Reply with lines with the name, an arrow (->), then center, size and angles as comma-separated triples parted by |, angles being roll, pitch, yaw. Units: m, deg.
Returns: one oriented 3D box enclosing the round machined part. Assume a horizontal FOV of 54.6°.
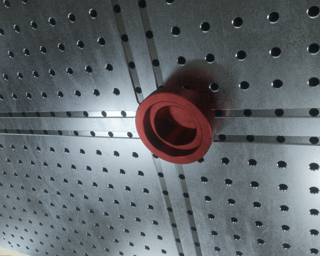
round machined part -> 0.022, -0.007, 0.385 | 0.098, 0.042, 0.097 | 13, 124, 21
